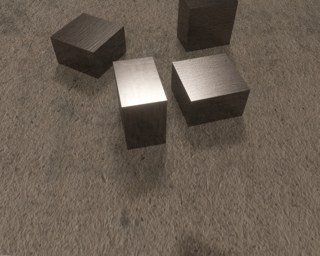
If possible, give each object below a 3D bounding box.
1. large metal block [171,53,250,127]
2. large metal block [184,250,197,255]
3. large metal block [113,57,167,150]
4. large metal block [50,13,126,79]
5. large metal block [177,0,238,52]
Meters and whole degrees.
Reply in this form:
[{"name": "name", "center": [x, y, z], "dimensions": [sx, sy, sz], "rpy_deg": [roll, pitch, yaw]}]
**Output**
[{"name": "large metal block", "center": [0.067, -0.055, 0.434], "dimensions": [0.081, 0.050, 0.080], "rpy_deg": [-12, 51, -10]}, {"name": "large metal block", "center": [0.039, 0.163, 0.251], "dimensions": [0.080, 0.050, 0.080], "rpy_deg": [22, 53, 17]}, {"name": "large metal block", "center": [-0.026, -0.031, 0.393], "dimensions": [0.050, 0.080, 0.080], "rpy_deg": [-10, 51, -8]}, {"name": "large metal block", "center": [-0.112, -0.134, 0.498], "dimensions": [0.080, 0.050, 0.080], "rpy_deg": [23, 54, 18]}, {"name": "large metal block", "center": [0.077, -0.182, 0.521], "dimensions": [0.081, 0.080, 0.050], "rpy_deg": [-13, 52, -11]}]
